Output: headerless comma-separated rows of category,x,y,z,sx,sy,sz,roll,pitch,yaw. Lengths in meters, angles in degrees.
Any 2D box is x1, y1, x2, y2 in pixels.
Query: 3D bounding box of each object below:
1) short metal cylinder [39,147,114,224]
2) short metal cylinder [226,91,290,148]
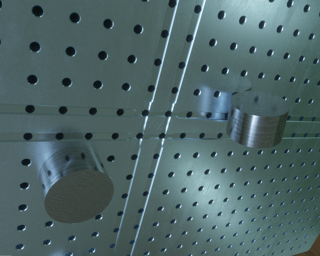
short metal cylinder,-0.104,0.070,0.383,0.081,0.050,0.079,-14,124,-21
short metal cylinder,0.139,-0.014,0.445,0.081,0.080,0.050,-13,124,-22
